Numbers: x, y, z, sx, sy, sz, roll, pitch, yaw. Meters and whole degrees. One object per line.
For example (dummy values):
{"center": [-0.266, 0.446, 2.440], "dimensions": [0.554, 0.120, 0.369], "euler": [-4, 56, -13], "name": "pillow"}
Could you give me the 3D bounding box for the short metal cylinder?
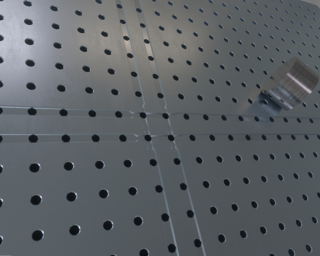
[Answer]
{"center": [0.227, -0.077, 0.542], "dimensions": [0.050, 0.080, 0.080], "euler": [38, 51, -3], "name": "short metal cylinder"}
